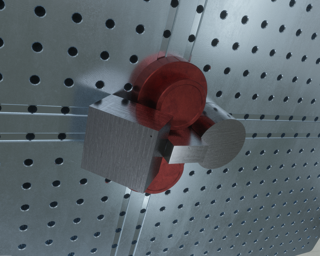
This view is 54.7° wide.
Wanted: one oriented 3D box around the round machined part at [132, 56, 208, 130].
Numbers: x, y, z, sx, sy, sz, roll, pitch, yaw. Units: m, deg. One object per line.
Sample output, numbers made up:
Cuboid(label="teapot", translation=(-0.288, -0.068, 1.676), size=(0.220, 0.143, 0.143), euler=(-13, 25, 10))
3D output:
Cuboid(label="round machined part", translation=(0.018, -0.036, 0.388), size=(0.099, 0.042, 0.097), euler=(-14, 124, -21))

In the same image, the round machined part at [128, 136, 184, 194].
Cuboid(label="round machined part", translation=(-0.006, 0.052, 0.429), size=(0.099, 0.042, 0.097), euler=(-14, 124, -21))

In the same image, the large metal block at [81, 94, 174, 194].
Cuboid(label="large metal block", translation=(-0.038, 0.016, 0.357), size=(0.050, 0.080, 0.079), euler=(-46, 153, -61))

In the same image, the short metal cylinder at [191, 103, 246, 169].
Cuboid(label="short metal cylinder", translation=(0.073, 0.011, 0.440), size=(0.081, 0.050, 0.079), euler=(-14, 124, -21))

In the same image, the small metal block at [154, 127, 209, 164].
Cuboid(label="small metal block", translation=(0.025, 0.020, 0.392), size=(0.050, 0.050, 0.025), euler=(1, 118, -29))
